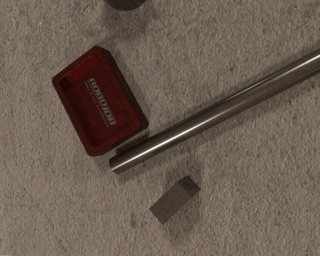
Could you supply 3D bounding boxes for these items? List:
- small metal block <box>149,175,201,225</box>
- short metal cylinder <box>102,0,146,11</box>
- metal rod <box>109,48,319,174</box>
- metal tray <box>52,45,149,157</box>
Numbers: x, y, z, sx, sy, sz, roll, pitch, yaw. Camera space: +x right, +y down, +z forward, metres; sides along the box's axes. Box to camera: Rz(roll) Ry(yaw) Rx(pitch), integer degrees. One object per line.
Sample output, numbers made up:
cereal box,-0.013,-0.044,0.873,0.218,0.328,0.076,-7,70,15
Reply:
small metal block,0.020,0.089,0.388,0.050,0.050,0.025,-47,76,14
short metal cylinder,-0.054,-0.205,0.414,0.080,0.050,0.079,0,90,19
metal rod,0.064,-0.014,0.385,0.300,0.025,0.025,-28,81,17
metal tray,-0.085,-0.036,0.435,0.090,0.030,0.130,-31,80,17
